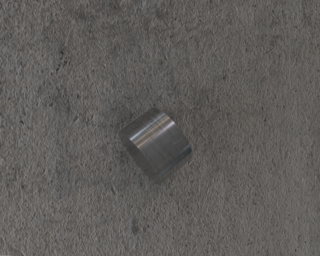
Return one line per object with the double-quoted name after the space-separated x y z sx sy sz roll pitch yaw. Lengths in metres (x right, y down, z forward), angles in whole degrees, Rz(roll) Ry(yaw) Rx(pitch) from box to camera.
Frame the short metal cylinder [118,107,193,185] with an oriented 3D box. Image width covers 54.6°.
-0.006 0.022 0.377 0.050 0.080 0.080 -38 102 -16 "short metal cylinder"
